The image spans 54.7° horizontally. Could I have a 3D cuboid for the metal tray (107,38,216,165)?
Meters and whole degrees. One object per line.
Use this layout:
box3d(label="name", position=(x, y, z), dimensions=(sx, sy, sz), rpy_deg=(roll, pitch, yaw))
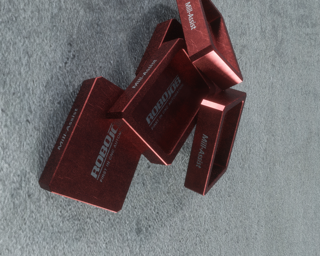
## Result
box3d(label="metal tray", position=(0.008, -0.032, 0.373), dimensions=(0.090, 0.030, 0.130), rpy_deg=(49, 61, -29))

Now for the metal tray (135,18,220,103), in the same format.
box3d(label="metal tray", position=(0.036, -0.076, 0.435), dimensions=(0.130, 0.030, 0.090), rpy_deg=(34, 69, -35))

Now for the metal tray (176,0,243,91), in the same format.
box3d(label="metal tray", position=(0.065, -0.125, 0.415), dimensions=(0.090, 0.030, 0.130), rpy_deg=(29, 44, -47))

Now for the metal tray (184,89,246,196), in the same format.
box3d(label="metal tray", position=(0.076, 0.017, 0.425), dimensions=(0.091, 0.030, 0.129), rpy_deg=(-29, 133, -53))

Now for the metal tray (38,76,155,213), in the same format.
box3d(label="metal tray", position=(-0.065, 0.019, 0.349), dimensions=(0.090, 0.030, 0.130), rpy_deg=(31, 71, -36))
